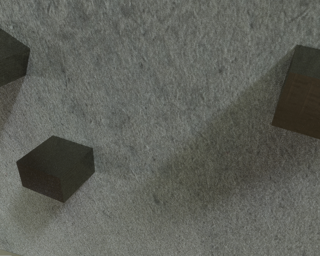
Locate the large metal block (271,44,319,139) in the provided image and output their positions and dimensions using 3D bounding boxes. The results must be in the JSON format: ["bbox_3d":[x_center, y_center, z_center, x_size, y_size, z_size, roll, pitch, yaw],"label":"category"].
[{"bbox_3d":[0.151,-0.030,0.273,0.080,0.080,0.050,18,126,17],"label":"large metal block"}]

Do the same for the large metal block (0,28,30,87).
[{"bbox_3d":[-0.247,-0.102,0.436,0.080,0.080,0.050,34,129,5],"label":"large metal block"}]

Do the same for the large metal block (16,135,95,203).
[{"bbox_3d":[-0.162,0.062,0.493,0.080,0.080,0.050,16,125,19],"label":"large metal block"}]
